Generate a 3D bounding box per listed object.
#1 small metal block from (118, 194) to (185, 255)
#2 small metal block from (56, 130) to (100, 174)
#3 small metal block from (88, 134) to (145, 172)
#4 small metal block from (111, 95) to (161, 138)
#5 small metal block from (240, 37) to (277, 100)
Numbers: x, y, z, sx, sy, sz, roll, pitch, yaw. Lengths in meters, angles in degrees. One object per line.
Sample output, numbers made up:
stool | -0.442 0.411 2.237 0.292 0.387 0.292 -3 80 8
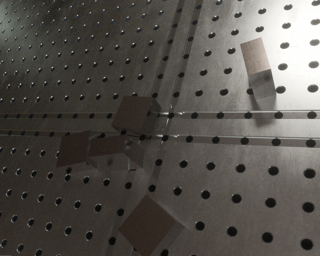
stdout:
small metal block | -0.010 0.111 0.344 0.050 0.025 0.050 34 80 38
small metal block | -0.117 0.035 0.446 0.050 0.025 0.050 -13 56 21
small metal block | -0.055 0.034 0.399 0.050 0.050 0.025 -9 58 23
small metal block | -0.033 -0.017 0.434 0.050 0.025 0.050 7 65 31
small metal block | 0.119 -0.071 0.373 0.025 0.050 0.050 -15 56 19
